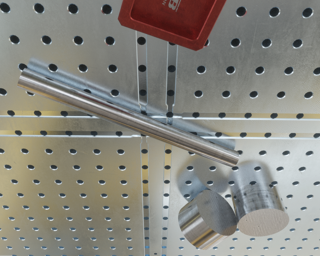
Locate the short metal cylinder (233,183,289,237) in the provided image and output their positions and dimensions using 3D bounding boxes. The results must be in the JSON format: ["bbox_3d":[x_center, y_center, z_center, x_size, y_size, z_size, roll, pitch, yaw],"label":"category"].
[{"bbox_3d":[0.164,0.136,0.512,0.081,0.050,0.079,0,130,0],"label":"short metal cylinder"}]

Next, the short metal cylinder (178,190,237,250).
[{"bbox_3d":[0.077,0.148,0.502,0.080,0.080,0.050,26,126,-20],"label":"short metal cylinder"}]

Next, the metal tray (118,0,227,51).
[{"bbox_3d":[0.022,-0.145,0.284,0.091,0.030,0.129,16,129,-13],"label":"metal tray"}]

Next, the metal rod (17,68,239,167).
[{"bbox_3d":[-0.027,-0.007,0.405,0.302,0.025,0.025,21,127,-17],"label":"metal rod"}]
